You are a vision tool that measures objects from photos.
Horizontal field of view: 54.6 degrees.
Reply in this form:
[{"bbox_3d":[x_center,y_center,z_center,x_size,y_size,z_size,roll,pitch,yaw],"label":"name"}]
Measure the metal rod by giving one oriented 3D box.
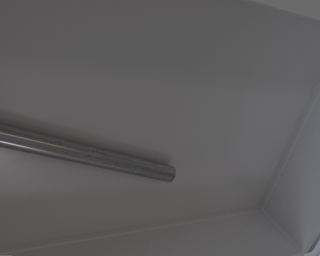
[{"bbox_3d":[-0.101,0.029,0.370,0.302,0.025,0.025,19,109,-35],"label":"metal rod"}]
